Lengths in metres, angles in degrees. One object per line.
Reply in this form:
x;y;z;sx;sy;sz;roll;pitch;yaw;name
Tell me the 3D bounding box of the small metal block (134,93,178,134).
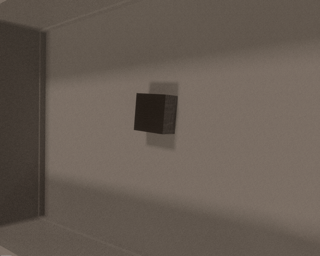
-0.006;-0.019;0.410;0.050;0.025;0.050;8;95;39;small metal block
